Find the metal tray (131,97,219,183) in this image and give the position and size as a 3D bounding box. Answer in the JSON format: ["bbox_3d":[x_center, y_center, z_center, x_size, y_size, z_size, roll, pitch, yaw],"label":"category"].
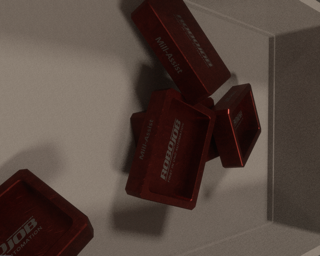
[{"bbox_3d":[0.027,0.012,0.428,0.131,0.030,0.089,-16,101,-39],"label":"metal tray"}]

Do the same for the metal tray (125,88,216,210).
[{"bbox_3d":[0.017,0.027,0.379,0.090,0.030,0.130,24,75,-38],"label":"metal tray"}]

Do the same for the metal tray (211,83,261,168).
[{"bbox_3d":[0.121,-0.007,0.480,0.131,0.030,0.089,-41,118,-52],"label":"metal tray"}]

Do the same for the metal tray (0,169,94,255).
[{"bbox_3d":[-0.132,0.106,0.254,0.131,0.090,0.030,-46,153,-31],"label":"metal tray"}]

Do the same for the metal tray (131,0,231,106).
[{"bbox_3d":[0.031,-0.101,0.389,0.130,0.030,0.090,55,37,-5],"label":"metal tray"}]
